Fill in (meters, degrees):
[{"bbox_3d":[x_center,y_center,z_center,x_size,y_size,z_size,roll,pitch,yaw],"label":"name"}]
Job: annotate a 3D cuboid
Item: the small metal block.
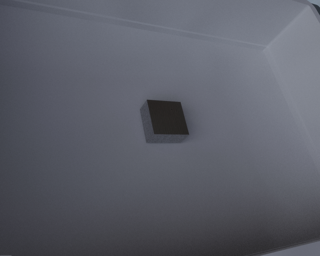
[{"bbox_3d":[0.005,-0.008,0.408,0.050,0.025,0.050,1,61,-27],"label":"small metal block"}]
